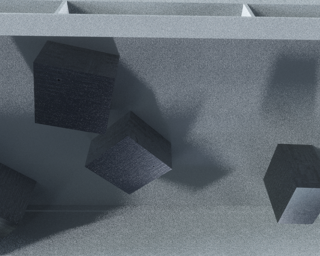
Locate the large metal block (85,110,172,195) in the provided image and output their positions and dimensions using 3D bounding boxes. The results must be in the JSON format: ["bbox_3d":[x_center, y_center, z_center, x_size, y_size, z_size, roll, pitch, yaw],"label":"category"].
[{"bbox_3d":[-0.041,0.036,0.423,0.080,0.050,0.080,-35,122,26],"label":"large metal block"}]

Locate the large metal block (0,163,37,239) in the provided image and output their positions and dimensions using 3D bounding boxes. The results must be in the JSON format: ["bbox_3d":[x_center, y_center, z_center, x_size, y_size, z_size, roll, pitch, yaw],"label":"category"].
[{"bbox_3d":[-0.244,0.103,0.458,0.050,0.080,0.080,-37,121,27],"label":"large metal block"}]

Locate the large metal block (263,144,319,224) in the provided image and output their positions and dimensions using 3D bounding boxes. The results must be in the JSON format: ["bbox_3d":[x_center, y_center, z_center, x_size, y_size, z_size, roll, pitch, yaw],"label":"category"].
[{"bbox_3d":[0.193,0.079,0.442,0.050,0.080,0.079,2,130,-2],"label":"large metal block"}]

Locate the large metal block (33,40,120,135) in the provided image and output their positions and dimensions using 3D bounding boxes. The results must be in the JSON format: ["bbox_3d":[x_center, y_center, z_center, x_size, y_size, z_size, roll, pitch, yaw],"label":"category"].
[{"bbox_3d":[-0.094,-0.044,0.354,0.081,0.050,0.079,10,130,-9],"label":"large metal block"}]
